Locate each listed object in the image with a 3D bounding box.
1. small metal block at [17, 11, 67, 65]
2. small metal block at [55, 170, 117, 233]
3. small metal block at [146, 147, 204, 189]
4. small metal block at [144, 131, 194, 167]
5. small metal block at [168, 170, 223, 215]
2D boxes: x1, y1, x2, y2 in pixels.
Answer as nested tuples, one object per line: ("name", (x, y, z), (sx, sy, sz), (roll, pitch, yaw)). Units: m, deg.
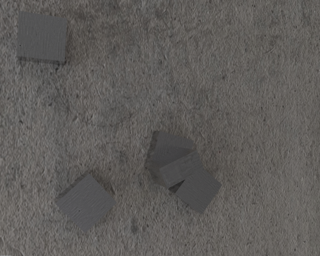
("small metal block", (-0.136, -0.102, 0.358), (0.050, 0.025, 0.050), (3, 89, -20))
("small metal block", (-0.090, 0.088, 0.376), (0.050, 0.025, 0.050), (-43, 104, -15))
("small metal block", (0.017, 0.046, 0.375), (0.050, 0.050, 0.025), (-24, 98, -18))
("small metal block", (0.012, 0.034, 0.413), (0.050, 0.025, 0.050), (16, 85, -20))
("small metal block", (0.049, 0.082, 0.427), (0.050, 0.025, 0.050), (42, 77, -16))
